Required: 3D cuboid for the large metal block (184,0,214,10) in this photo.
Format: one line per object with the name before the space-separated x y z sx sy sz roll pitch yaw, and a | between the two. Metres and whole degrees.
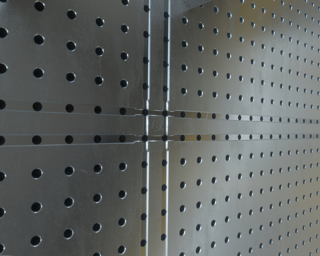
large metal block | 0.063 -0.222 0.428 0.050 0.080 0.080 -48 119 -30
